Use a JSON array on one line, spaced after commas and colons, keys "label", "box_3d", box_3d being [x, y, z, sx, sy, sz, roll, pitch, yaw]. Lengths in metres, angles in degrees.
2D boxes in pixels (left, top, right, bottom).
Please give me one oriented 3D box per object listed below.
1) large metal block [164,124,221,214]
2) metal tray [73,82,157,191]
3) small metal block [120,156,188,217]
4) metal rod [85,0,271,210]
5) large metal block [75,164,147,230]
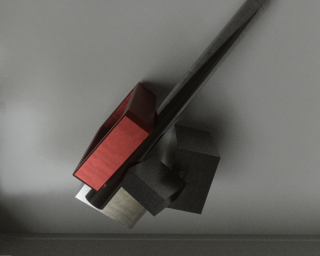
[{"label": "large metal block", "box_3d": [0.035, 0.050, 0.401, 0.050, 0.080, 0.079, 13, 110, -5]}, {"label": "metal tray", "box_3d": [-0.045, 0.003, 0.354, 0.030, 0.130, 0.090, 39, 106, -12]}, {"label": "small metal block", "box_3d": [-0.006, 0.062, 0.340, 0.050, 0.050, 0.025, 38, 117, 19]}, {"label": "metal rod", "box_3d": [0.022, -0.033, 0.350, 0.025, 0.025, 0.300, 40, 88, -14]}, {"label": "large metal block", "box_3d": [-0.054, 0.072, 0.408, 0.080, 0.080, 0.050, 35, 106, -12]}]
